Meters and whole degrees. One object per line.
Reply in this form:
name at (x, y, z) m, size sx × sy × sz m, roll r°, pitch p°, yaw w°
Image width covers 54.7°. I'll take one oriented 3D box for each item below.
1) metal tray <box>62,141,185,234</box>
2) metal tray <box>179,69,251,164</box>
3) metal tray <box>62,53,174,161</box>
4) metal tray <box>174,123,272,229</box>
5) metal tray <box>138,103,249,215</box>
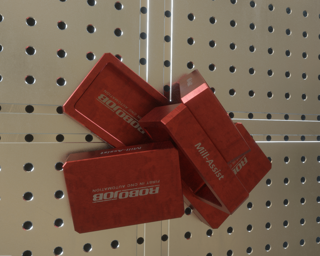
metal tray at (-0.040, 0.069, 0.370) m, size 0.131 × 0.030 × 0.089 m, roll -7°, pitch 104°, yaw -6°
metal tray at (0.062, -0.021, 0.381) m, size 0.030 × 0.130 × 0.090 m, roll -34°, pitch 103°, yaw 12°
metal tray at (-0.044, -0.020, 0.394) m, size 0.130 × 0.030 × 0.090 m, roll 38°, pitch 78°, yaw -17°
metal tray at (0.089, 0.065, 0.443) m, size 0.130 × 0.030 × 0.090 m, roll -43°, pitch 104°, yaw -15°
metal tray at (0.035, 0.034, 0.360) m, size 0.030 × 0.090 × 0.130 m, roll -40°, pitch 103°, yaw -16°
